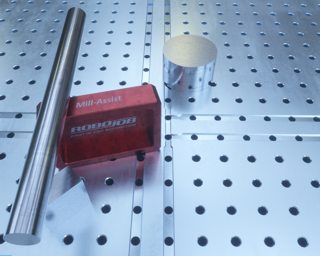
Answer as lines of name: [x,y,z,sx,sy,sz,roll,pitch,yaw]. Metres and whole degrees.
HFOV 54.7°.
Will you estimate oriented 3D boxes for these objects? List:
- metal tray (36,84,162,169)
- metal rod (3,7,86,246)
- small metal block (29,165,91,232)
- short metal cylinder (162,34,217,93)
metal tray: [-0.065,0.000,0.364,0.131,0.089,0.030,-11,51,-10]
metal rod: [-0.105,-0.035,0.317,0.025,0.025,0.300,-2,50,-2]
small metal block: [-0.105,0.075,0.327,0.050,0.050,0.025,-37,59,-27]
short metal cylinder: [0.044,-0.099,0.476,0.081,0.050,0.080,0,50,0]
